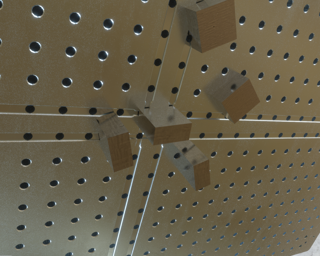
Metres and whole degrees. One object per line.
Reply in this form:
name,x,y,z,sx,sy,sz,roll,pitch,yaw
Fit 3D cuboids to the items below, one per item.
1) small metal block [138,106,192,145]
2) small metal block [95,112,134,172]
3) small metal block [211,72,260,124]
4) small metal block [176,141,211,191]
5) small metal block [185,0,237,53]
small metal block,0.005,-0.004,0.397,0.050,0.050,0.025,-7,122,-25
small metal block,-0.055,0.017,0.376,0.025,0.050,0.050,-18,126,-19
small metal block,0.110,-0.042,0.448,0.050,0.025,0.050,-41,130,0
small metal block,0.049,0.056,0.459,0.025,0.050,0.050,-21,127,-16
small metal block,0.062,-0.125,0.370,0.050,0.025,0.050,-25,128,-13
